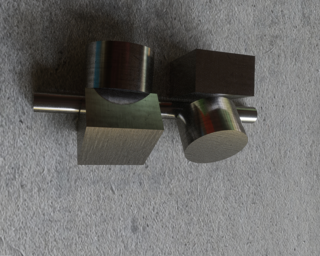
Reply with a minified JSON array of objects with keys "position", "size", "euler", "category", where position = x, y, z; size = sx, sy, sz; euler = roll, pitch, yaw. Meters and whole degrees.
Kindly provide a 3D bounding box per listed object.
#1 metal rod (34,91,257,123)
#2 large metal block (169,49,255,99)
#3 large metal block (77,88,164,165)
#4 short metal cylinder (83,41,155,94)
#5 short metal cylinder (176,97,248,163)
[{"position":[-0.004,-0.025,0.411],"size":[0.302,0.025,0.025],"euler":[2,89,-20],"category":"metal rod"},{"position":[0.065,-0.065,0.405],"size":[0.081,0.080,0.050],"euler":[1,90,-20],"category":"large metal block"},{"position":[-0.050,0.002,0.356],"size":[0.081,0.080,0.050],"euler":[3,55,-21],"category":"large metal block"},{"position":[-0.048,-0.066,0.363],"size":[0.081,0.080,0.050],"euler":[4,89,-20],"category":"short metal cylinder"},{"position":[0.066,0.004,0.399],"size":[0.081,0.080,0.050],"euler":[2,55,-20],"category":"short metal cylinder"}]
